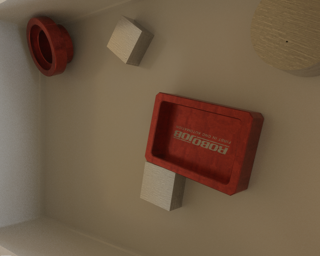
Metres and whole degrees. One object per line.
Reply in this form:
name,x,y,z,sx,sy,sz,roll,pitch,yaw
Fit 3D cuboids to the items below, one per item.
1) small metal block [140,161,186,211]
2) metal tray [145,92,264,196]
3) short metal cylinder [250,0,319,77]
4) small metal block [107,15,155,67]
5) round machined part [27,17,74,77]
small metal block,0.004,0.073,0.402,0.050,0.025,0.050,14,99,38
metal tray,0.046,0.013,0.364,0.130,0.030,0.089,17,101,38
short metal cylinder,0.131,-0.089,0.282,0.080,0.050,0.079,0,90,39
small metal block,-0.043,-0.124,0.440,0.050,0.025,0.050,45,117,30
round machined part,-0.185,-0.141,0.531,0.098,0.042,0.097,25,127,39
